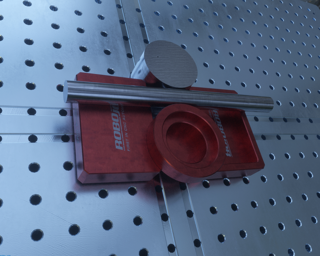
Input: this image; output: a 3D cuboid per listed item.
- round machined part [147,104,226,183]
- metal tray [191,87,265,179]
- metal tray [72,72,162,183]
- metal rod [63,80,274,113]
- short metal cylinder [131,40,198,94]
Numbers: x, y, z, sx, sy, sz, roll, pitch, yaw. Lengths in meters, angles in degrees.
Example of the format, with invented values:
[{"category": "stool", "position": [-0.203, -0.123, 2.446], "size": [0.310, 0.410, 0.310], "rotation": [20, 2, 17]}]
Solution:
[{"category": "round machined part", "position": [0.029, 0.022, 0.383], "size": [0.099, 0.042, 0.098], "rotation": [14, 56, -21]}, {"category": "metal tray", "position": [0.087, 0.005, 0.444], "size": [0.091, 0.030, 0.130], "rotation": [1, 61, -28]}, {"category": "metal tray", "position": [-0.054, -0.002, 0.371], "size": [0.091, 0.030, 0.130], "rotation": [3, 61, -27]}, {"category": "metal rod", "position": [0.032, -0.038, 0.404], "size": [0.303, 0.025, 0.025], "rotation": [1, 62, -28]}, {"category": "short metal cylinder", "position": [0.005, -0.076, 0.436], "size": [0.081, 0.050, 0.080], "rotation": [14, 56, -21]}]
